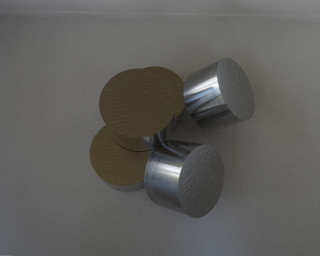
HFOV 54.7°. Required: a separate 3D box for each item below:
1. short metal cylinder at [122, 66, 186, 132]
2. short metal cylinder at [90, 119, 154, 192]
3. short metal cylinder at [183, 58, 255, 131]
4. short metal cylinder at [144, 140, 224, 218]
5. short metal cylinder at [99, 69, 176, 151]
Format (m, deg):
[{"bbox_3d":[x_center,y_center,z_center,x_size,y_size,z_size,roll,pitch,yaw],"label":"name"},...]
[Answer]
[{"bbox_3d":[-0.007,-0.033,0.406,0.081,0.050,0.080,0,70,0],"label":"short metal cylinder"},{"bbox_3d":[-0.041,0.035,0.382,0.081,0.050,0.080,0,70,0],"label":"short metal cylinder"},{"bbox_3d":[0.075,-0.041,0.389,0.080,0.050,0.080,20,61,-40],"label":"short metal cylinder"},{"bbox_3d":[0.029,0.055,0.352,0.050,0.080,0.080,5,63,45],"label":"short metal cylinder"},{"bbox_3d":[-0.023,-0.019,0.347,0.081,0.050,0.080,0,70,0],"label":"short metal cylinder"}]
